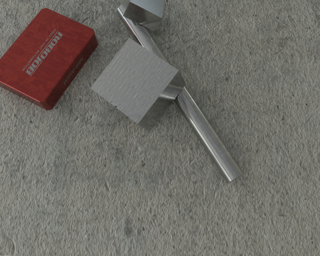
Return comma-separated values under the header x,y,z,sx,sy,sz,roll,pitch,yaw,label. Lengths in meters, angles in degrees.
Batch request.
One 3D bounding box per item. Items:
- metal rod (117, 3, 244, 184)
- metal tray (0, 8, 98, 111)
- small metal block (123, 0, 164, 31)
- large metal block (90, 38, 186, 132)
x,y,z,sx,sy,sz,roll,pitch,yaw,label
0.020,-0.059,0.429,0.025,0.025,0.299,-28,73,-10,metal rod
-0.161,-0.100,0.440,0.090,0.030,0.130,27,72,9,metal tray
-0.023,-0.177,0.455,0.050,0.025,0.050,21,48,-19,small metal block
-0.026,-0.054,0.400,0.080,0.050,0.080,37,89,18,large metal block
